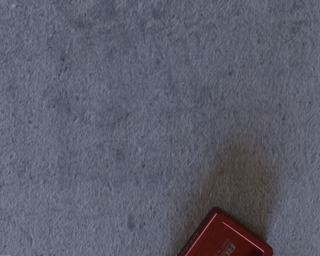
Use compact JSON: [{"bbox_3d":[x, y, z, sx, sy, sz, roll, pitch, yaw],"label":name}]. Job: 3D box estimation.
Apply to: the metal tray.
[{"bbox_3d":[0.073,0.183,0.408,0.090,0.030,0.130,36,90,-1],"label":"metal tray"}]
